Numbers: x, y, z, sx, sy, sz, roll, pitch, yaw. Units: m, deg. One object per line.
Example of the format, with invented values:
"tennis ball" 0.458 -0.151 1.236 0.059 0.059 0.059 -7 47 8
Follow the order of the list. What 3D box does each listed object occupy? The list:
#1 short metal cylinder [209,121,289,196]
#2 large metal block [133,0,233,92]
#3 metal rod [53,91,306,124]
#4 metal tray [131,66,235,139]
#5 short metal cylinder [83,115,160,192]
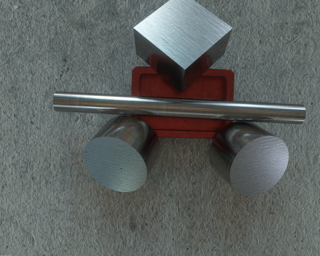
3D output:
"short metal cylinder" 0.109 0.036 0.383 0.081 0.050 0.079 -8 114 -18
"large metal block" 0.026 -0.105 0.377 0.080 0.050 0.080 42 73 15
"metal rod" 0.024 -0.025 0.381 0.302 0.025 0.025 3 90 -1
"metal tray" 0.029 -0.032 0.409 0.131 0.030 0.089 2 90 0
"short metal cylinder" -0.045 0.031 0.380 0.080 0.050 0.079 9 123 15
